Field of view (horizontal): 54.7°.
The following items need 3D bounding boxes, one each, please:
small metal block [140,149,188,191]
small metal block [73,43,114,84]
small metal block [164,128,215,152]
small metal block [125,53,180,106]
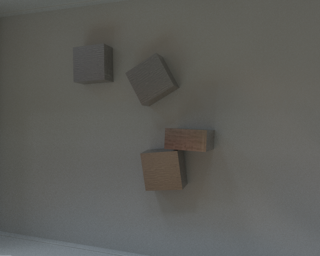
[{"bbox_3d":[0.006,0.054,0.405,0.050,0.025,0.050,-6,95,20],"label":"small metal block"},{"bbox_3d":[-0.096,-0.091,0.444,0.050,0.025,0.050,-1,90,20],"label":"small metal block"},{"bbox_3d":[0.038,0.014,0.384,0.050,0.050,0.025,3,91,20],"label":"small metal block"},{"bbox_3d":[-0.010,-0.063,0.414,0.050,0.025,0.050,-30,80,17],"label":"small metal block"}]
